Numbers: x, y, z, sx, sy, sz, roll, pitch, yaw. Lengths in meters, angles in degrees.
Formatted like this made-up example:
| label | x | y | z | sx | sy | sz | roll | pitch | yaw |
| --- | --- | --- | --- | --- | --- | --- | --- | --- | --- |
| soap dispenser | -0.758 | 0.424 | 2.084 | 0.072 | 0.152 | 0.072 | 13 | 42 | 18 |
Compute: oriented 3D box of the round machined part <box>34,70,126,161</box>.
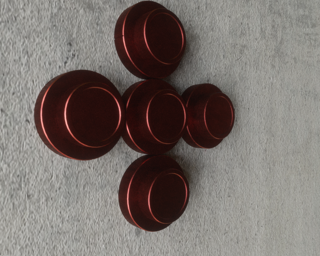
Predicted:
| label | x | y | z | sx | sy | sz | roll | pitch | yaw |
| --- | --- | --- | --- | --- | --- | --- | --- | --- | --- |
| round machined part | -0.078 | -0.014 | 0.332 | 0.099 | 0.042 | 0.097 | 0 | 90 | -40 |

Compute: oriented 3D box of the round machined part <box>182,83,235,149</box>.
| label | x | y | z | sx | sy | sz | roll | pitch | yaw |
| --- | --- | --- | --- | --- | --- | --- | --- | --- | --- |
| round machined part | 0.074 | -0.018 | 0.459 | 0.099 | 0.042 | 0.097 | 0 | 90 | -40 |

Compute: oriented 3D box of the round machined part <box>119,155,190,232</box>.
| label | x | y | z | sx | sy | sz | roll | pitch | yaw |
| --- | --- | --- | --- | --- | --- | --- | --- | --- | --- |
| round machined part | 0.000 | 0.084 | 0.397 | 0.099 | 0.042 | 0.097 | 0 | 90 | -40 |

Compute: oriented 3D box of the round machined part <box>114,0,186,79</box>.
| label | x | y | z | sx | sy | sz | roll | pitch | yaw |
| --- | --- | --- | --- | --- | --- | --- | --- | --- | --- |
| round machined part | -0.005 | -0.112 | 0.393 | 0.099 | 0.042 | 0.097 | 0 | 90 | -40 |

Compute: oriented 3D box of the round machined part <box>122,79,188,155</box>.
| label | x | y | z | sx | sy | sz | roll | pitch | yaw |
| --- | --- | --- | --- | --- | --- | --- | --- | --- | --- |
| round machined part | -0.002 | -0.014 | 0.395 | 0.099 | 0.042 | 0.097 | 0 | 90 | -40 |
